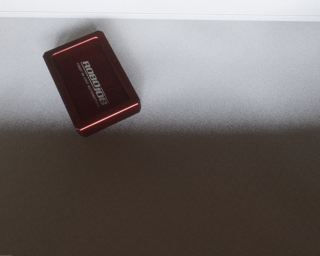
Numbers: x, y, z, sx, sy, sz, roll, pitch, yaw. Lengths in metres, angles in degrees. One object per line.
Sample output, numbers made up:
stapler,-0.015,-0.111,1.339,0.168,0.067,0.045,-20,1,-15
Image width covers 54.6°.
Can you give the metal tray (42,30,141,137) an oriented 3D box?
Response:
metal tray,-0.094,-0.063,0.429,0.090,0.030,0.130,-26,72,-9
